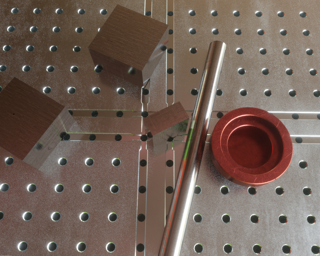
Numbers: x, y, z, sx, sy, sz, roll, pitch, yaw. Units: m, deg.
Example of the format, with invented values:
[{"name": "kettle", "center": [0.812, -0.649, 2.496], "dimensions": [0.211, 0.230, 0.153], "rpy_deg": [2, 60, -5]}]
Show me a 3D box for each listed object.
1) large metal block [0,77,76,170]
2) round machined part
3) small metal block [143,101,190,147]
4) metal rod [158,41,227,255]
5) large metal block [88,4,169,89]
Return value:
[{"name": "large metal block", "center": [-0.172, -0.005, 0.399], "dimensions": [0.080, 0.050, 0.080], "rpy_deg": [30, 73, 10]}, {"name": "round machined part", "center": [0.112, 0.026, 0.394], "dimensions": [0.099, 0.042, 0.098], "rpy_deg": [0, 70, 0]}, {"name": "small metal block", "center": [0.008, -0.004, 0.400], "dimensions": [0.050, 0.050, 0.025], "rpy_deg": [-26, 72, -9]}, {"name": "metal rod", "center": [0.048, 0.015, 0.406], "dimensions": [0.025, 0.025, 0.299], "rpy_deg": [14, 70, 5]}, {"name": "large metal block", "center": [-0.042, -0.115, 0.440], "dimensions": [0.080, 0.050, 0.080], "rpy_deg": [25, 72, 8]}]
